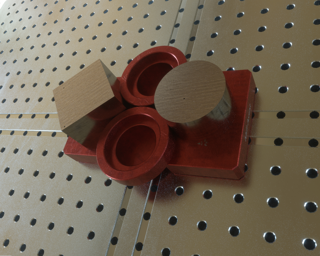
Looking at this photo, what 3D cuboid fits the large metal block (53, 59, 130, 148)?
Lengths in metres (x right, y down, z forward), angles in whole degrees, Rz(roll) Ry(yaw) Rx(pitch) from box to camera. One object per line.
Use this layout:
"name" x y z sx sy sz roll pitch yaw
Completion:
"large metal block" -0.092 -0.034 0.423 0.080 0.050 0.080 -32 52 7

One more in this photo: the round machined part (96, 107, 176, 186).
"round machined part" -0.026 0.025 0.384 0.098 0.042 0.098 -13 56 21

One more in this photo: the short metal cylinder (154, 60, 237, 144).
"short metal cylinder" 0.041 -0.029 0.349 0.080 0.050 0.080 -13 56 21

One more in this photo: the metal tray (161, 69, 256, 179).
"metal tray" 0.061 -0.008 0.375 0.090 0.030 0.130 1 62 28

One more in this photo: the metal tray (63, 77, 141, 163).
"metal tray" -0.077 -0.014 0.454 0.090 0.030 0.130 1 62 27

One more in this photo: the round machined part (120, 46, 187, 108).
"round machined part" -0.002 -0.061 0.424 0.098 0.042 0.098 -13 56 21
